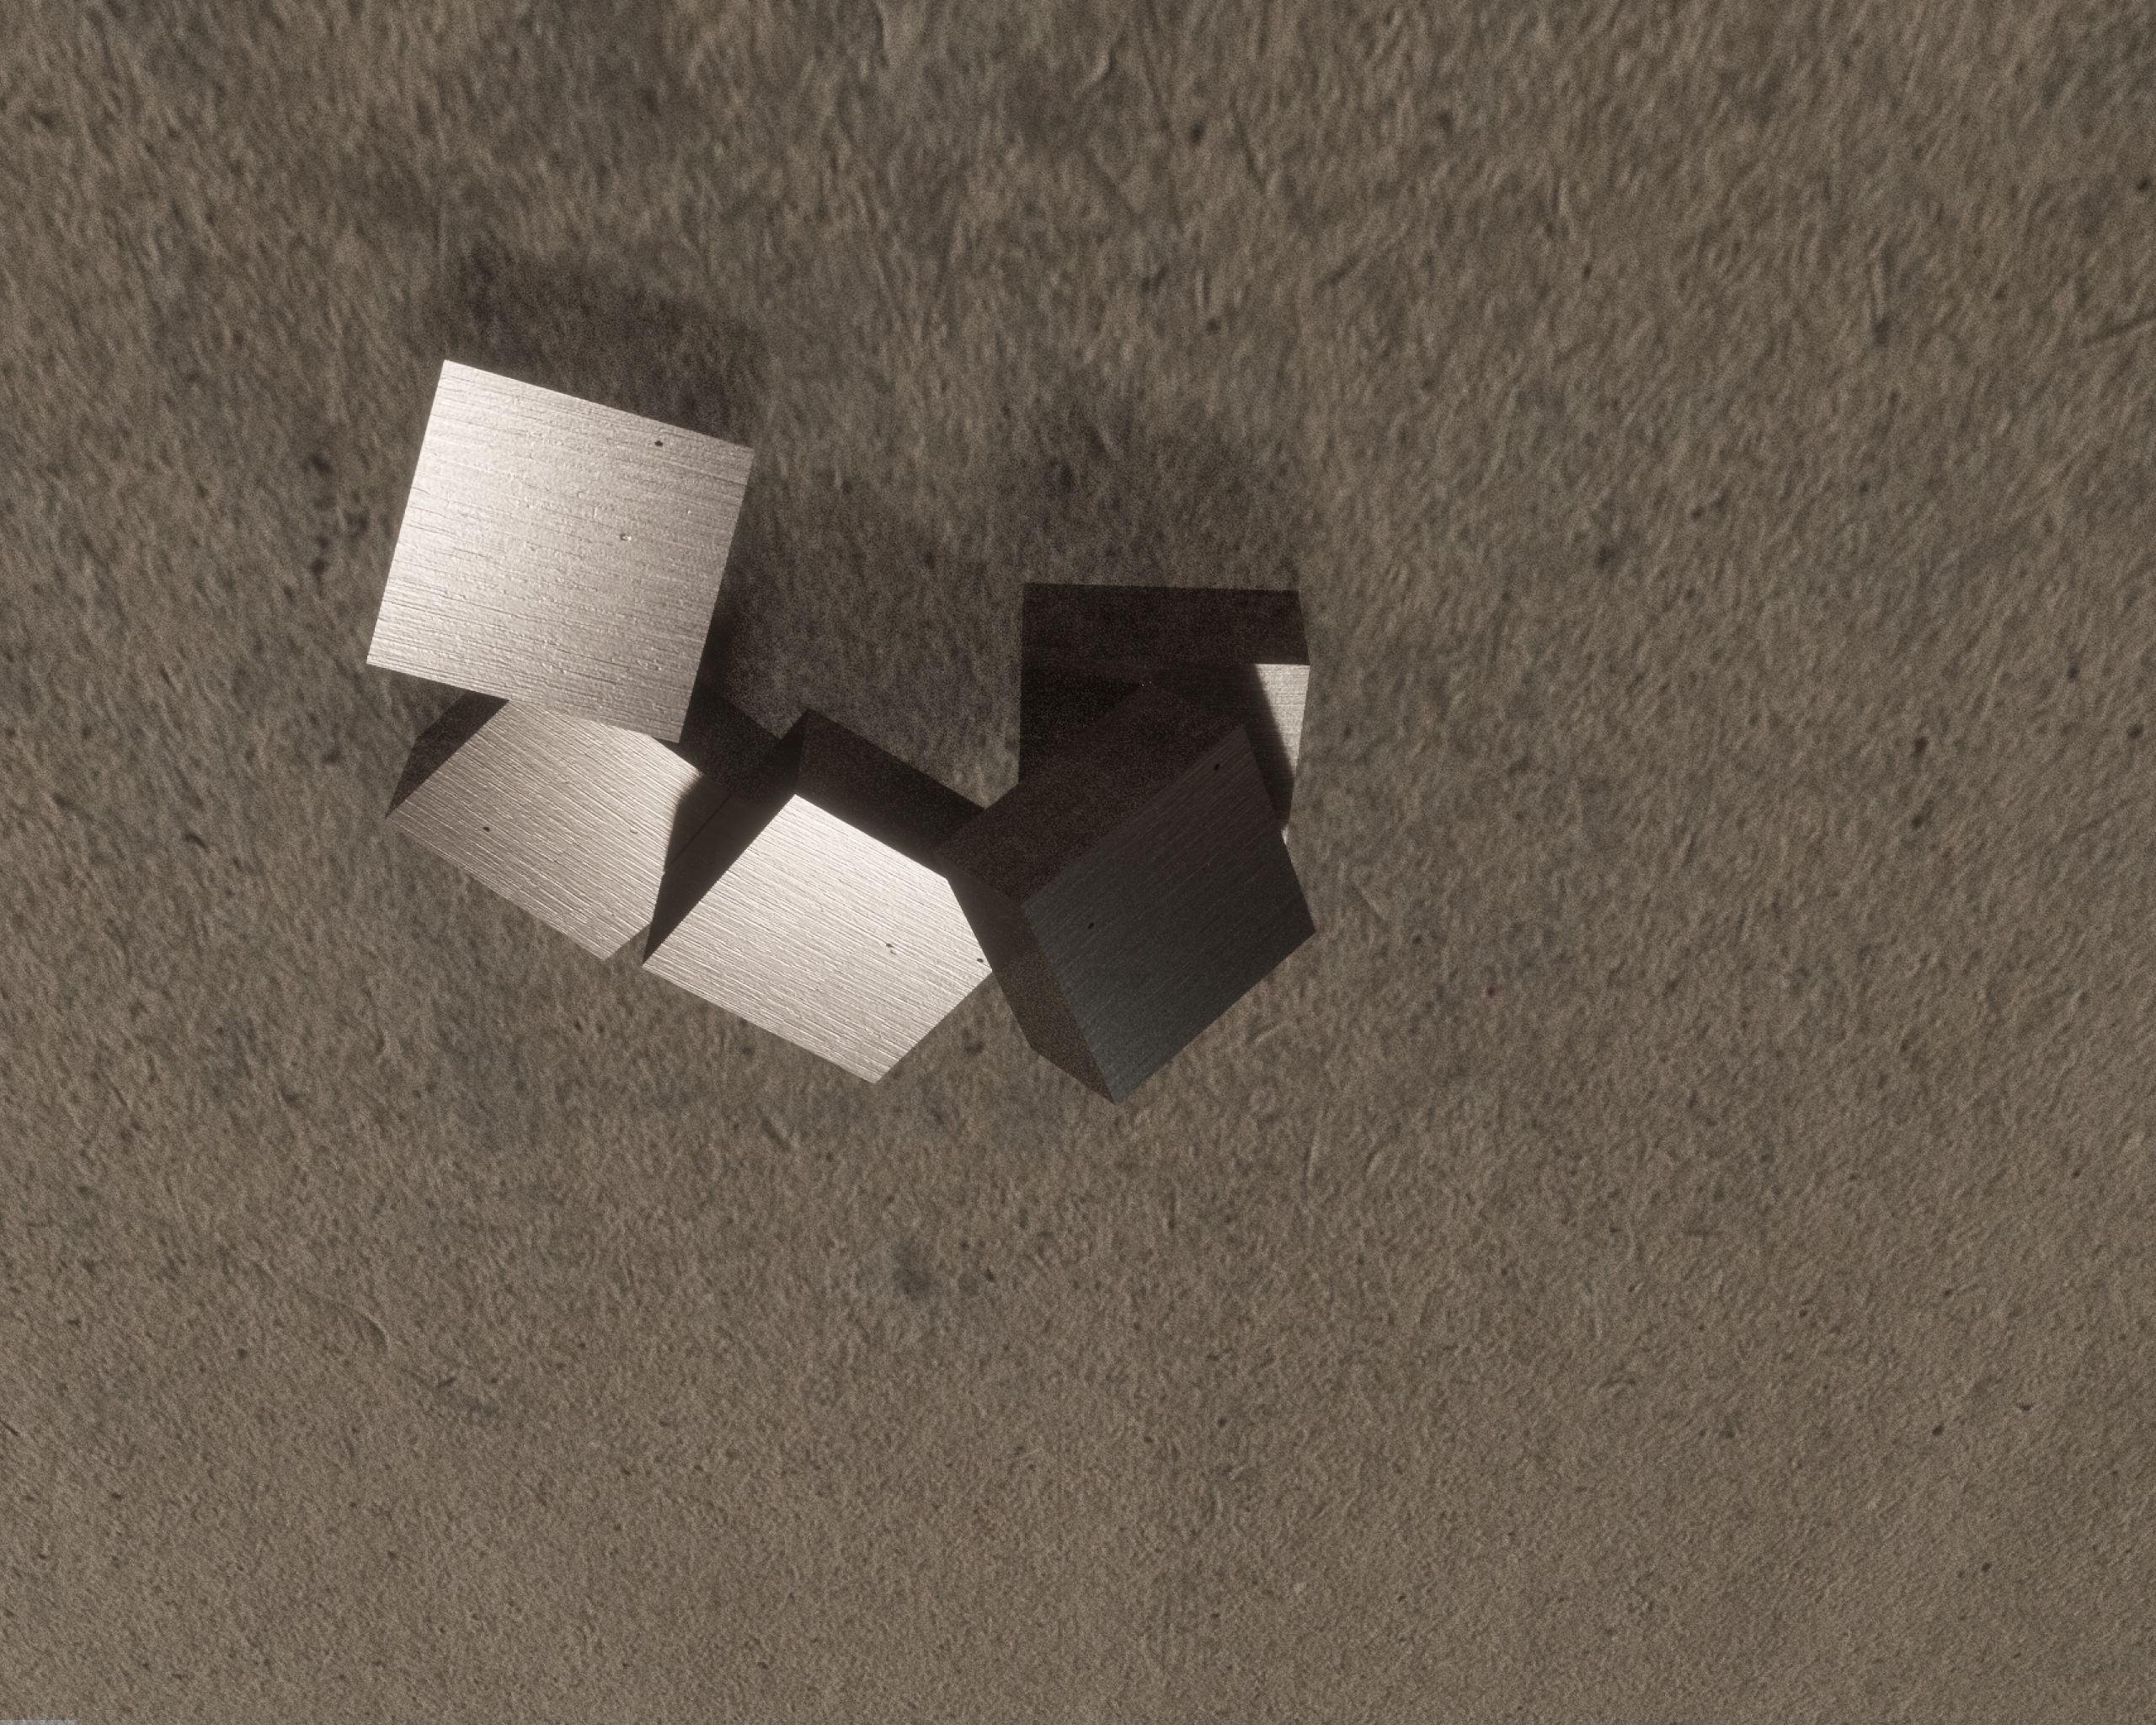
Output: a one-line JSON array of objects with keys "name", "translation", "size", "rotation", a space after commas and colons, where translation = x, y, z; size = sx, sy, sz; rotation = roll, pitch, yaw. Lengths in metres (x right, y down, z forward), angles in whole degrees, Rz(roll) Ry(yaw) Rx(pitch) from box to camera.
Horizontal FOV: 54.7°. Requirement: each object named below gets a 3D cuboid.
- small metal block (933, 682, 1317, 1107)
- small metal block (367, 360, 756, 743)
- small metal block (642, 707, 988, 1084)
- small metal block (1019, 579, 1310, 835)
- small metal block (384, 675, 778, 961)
[{"name": "small metal block", "translation": [0.010, 0.005, 0.364], "size": [0.050, 0.025, 0.050], "rotation": [-40, 131, -20]}, {"name": "small metal block", "translation": [-0.086, -0.051, 0.349], "size": [0.050, 0.025, 0.050], "rotation": [14, 92, -13]}, {"name": "small metal block", "translation": [-0.043, 0.007, 0.380], "size": [0.050, 0.025, 0.050], "rotation": [30, 124, -24]}, {"name": "small metal block", "translation": [0.014, -0.024, 0.388], "size": [0.050, 0.025, 0.050], "rotation": [1, 130, -2]}, {"name": "small metal block", "translation": [-0.092, -0.016, 0.394], "size": [0.050, 0.025, 0.050], "rotation": [-37, 122, 27]}]
